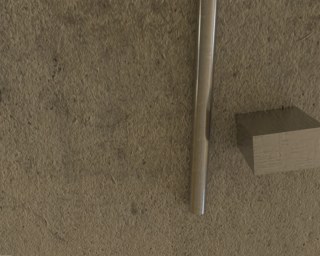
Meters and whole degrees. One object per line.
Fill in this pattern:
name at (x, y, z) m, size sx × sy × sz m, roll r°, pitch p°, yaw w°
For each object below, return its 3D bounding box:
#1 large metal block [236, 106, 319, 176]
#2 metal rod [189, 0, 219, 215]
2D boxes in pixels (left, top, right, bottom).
large metal block at (0.146, 0.013, 0.387) m, size 0.080 × 0.080 × 0.050 m, roll -8°, pitch 110°, yaw 2°
metal rod at (0.055, -0.020, 0.403) m, size 0.025 × 0.025 × 0.298 m, roll 0°, pitch 110°, yaw -1°
